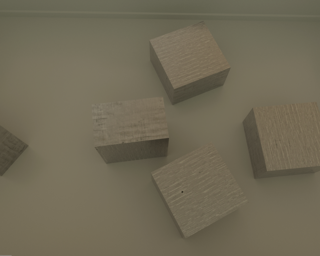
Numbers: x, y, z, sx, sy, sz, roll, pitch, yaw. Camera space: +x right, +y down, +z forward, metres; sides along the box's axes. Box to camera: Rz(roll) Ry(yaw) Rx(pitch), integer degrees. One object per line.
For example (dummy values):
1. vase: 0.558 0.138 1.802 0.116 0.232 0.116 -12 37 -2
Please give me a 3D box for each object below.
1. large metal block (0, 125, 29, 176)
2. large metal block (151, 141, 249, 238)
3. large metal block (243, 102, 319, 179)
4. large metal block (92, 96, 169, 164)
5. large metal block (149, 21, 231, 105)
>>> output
1. large metal block: -0.222 0.008 0.375 0.080 0.080 0.050 33 73 11
2. large metal block: 0.044 0.075 0.370 0.080 0.050 0.080 -26 72 -10
3. large metal block: 0.158 0.017 0.392 0.081 0.050 0.080 -5 70 -3
4. large metal block: -0.033 0.006 0.378 0.081 0.080 0.050 -7 70 -3
5. large metal block: 0.039 -0.089 0.430 0.080 0.050 0.080 -22 72 -8
